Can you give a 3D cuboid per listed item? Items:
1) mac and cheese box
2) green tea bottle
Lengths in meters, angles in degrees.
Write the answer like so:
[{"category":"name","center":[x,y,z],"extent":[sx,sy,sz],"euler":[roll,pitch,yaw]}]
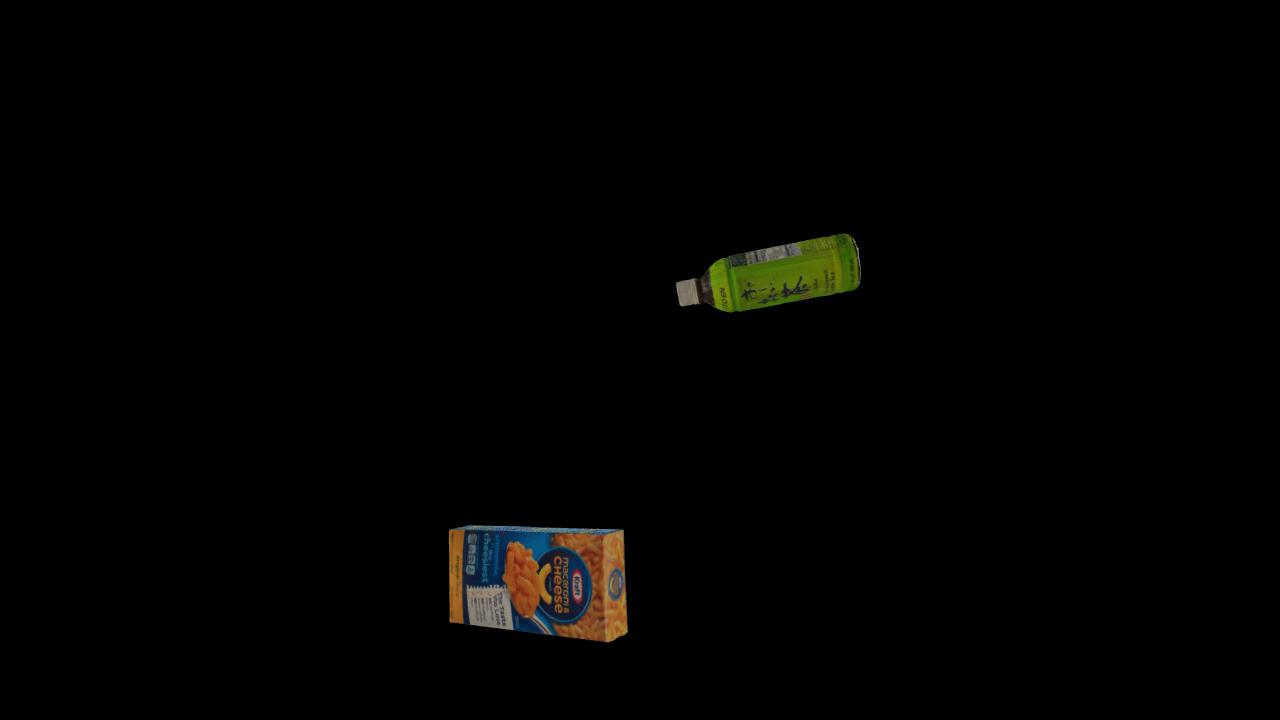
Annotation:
[{"category":"mac and cheese box","center":[-0.101,0.207,0.583],"extent":[0.184,0.093,0.041],"euler":[-7,-11,27]},{"category":"green tea bottle","center":[0.149,-0.099,0.738],"extent":[0.212,0.073,0.073],"euler":[-8,-1,8]}]
